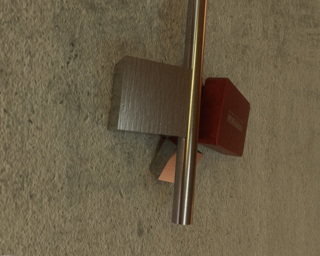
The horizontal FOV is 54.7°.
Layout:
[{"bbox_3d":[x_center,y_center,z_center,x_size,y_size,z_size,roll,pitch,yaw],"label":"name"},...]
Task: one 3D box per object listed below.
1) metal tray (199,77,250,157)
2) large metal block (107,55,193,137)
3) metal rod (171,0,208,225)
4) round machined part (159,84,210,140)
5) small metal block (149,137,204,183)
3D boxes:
[{"bbox_3d":[0.097,-0.011,0.455,0.130,0.030,0.090,24,75,-59],"label":"metal tray"},{"bbox_3d":[-0.013,-0.033,0.365,0.081,0.050,0.080,7,85,-22],"label":"large metal block"},{"bbox_3d":[0.038,-0.036,0.383,0.025,0.025,0.298,10,82,-40],"label":"metal rod"},{"bbox_3d":[0.040,-0.025,0.428,0.099,0.042,0.097,0,90,-40],"label":"round machined part"},{"bbox_3d":[0.022,0.045,0.412,0.050,0.025,0.050,20,103,-38],"label":"small metal block"}]
